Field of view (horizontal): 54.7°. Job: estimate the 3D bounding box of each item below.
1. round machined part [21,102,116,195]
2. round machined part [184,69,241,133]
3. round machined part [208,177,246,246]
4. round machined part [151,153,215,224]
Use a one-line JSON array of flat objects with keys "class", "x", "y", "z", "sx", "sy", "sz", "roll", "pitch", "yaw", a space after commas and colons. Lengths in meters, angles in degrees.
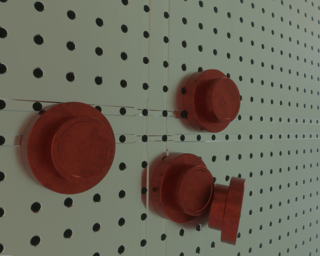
[{"class": "round machined part", "x": -0.088, "y": 0.021, "z": 0.325, "sx": 0.099, "sy": 0.042, "sz": 0.097, "roll": 0, "pitch": 90, "yaw": -40}, {"class": "round machined part", "x": 0.086, "y": -0.041, "z": 0.472, "sx": 0.099, "sy": 0.042, "sz": 0.097, "roll": 0, "pitch": 90, "yaw": -40}, {"class": "round machined part", "x": 0.100, "y": 0.121, "z": 0.466, "sx": 0.098, "sy": 0.042, "sz": 0.097, "roll": 8, "pitch": 91, "yaw": -73}, {"class": "round machined part", "x": 0.039, "y": 0.084, "z": 0.433, "sx": 0.099, "sy": 0.042, "sz": 0.097, "roll": 0, "pitch": 90, "yaw": -40}]
